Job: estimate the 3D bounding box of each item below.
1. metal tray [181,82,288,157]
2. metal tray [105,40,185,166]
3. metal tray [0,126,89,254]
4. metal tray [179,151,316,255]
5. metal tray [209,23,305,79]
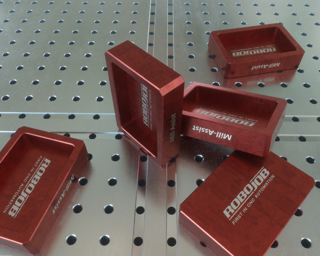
[{"bbox_3d":[0.082,-0.017,0.391,0.130,0.030,0.090,16,37,26],"label":"metal tray"},{"bbox_3d":[-0.017,-0.024,0.360,0.030,0.129,0.090,-36,59,-26],"label":"metal tray"},{"bbox_3d":[-0.150,0.063,0.350,0.090,0.030,0.130,13,51,10],"label":"metal tray"},{"bbox_3d":[0.095,0.079,0.339,0.090,0.030,0.131,36,59,26],"label":"metal tray"},{"bbox_3d":[0.156,-0.130,0.514,0.131,0.030,0.090,-10,51,-8],"label":"metal tray"}]
